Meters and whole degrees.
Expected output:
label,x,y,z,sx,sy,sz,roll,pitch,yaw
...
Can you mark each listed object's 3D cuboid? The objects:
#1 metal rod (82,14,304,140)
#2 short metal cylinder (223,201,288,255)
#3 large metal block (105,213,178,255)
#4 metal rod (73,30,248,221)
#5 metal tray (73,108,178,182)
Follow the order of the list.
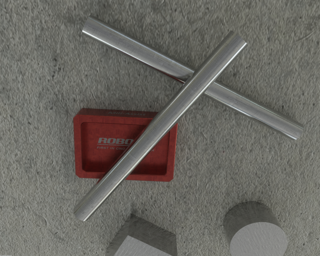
label,x,y,z,sx,sy,sz,roll,pitch,yaw
metal rod,0.049,-0.058,0.389,0.301,0.025,0.025,25,108,-10
short metal cylinder,0.138,0.156,0.456,0.081,0.050,0.079,0,110,-1
large metal block,-0.030,0.189,0.466,0.080,0.050,0.080,29,107,-11
metal rod,-0.009,0.008,0.380,0.025,0.025,0.299,38,105,-13
metal tray,-0.045,0.023,0.415,0.131,0.030,0.089,3,110,-2
